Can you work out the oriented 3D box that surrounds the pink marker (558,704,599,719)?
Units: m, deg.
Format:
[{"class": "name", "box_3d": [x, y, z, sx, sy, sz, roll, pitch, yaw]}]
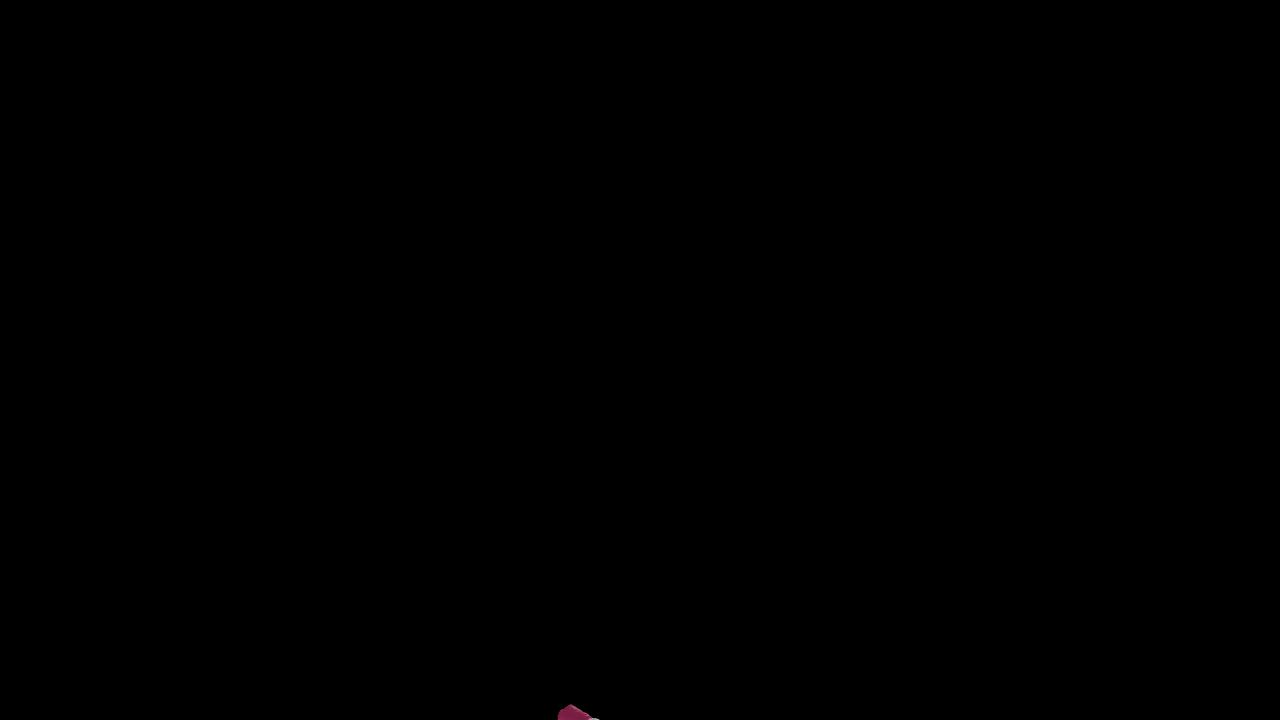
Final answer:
[{"class": "pink marker", "box_3d": [-0.012, 0.279, 0.445, 0.121, 0.020, 0.020, 2, 1, 35]}]
